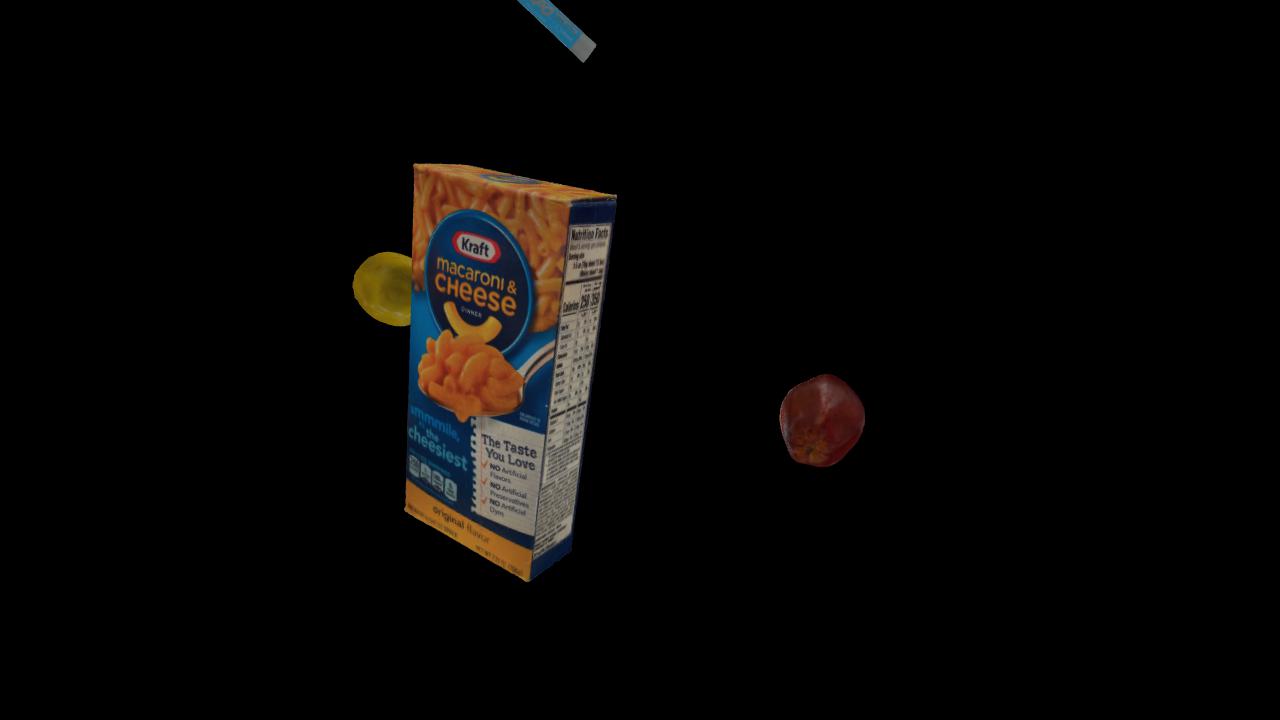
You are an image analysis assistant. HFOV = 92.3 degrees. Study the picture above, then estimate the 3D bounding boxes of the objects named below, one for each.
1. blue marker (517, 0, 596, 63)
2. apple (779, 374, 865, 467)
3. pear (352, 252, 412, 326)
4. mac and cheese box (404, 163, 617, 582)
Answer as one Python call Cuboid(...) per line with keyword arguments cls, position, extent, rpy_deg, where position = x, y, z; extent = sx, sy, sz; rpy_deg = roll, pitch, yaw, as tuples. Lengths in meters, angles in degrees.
Cuboid(cls="blue marker", position=(-0.088, -0.298, 0.510), extent=(0.121, 0.020, 0.020), rpy_deg=(36, -15, -22))
Cuboid(cls="apple", position=(0.171, 0.059, 0.582), extent=(0.079, 0.079, 0.093), rpy_deg=(0, 30, 25))
Cuboid(cls="pear", position=(-0.262, -0.076, 0.654), extent=(0.080, 0.080, 0.111), rpy_deg=(0, 8, -25))
Cuboid(cls="mac and cheese box", position=(-0.069, 0.006, 0.298), extent=(0.093, 0.184, 0.041), rpy_deg=(19, 22, 28))
